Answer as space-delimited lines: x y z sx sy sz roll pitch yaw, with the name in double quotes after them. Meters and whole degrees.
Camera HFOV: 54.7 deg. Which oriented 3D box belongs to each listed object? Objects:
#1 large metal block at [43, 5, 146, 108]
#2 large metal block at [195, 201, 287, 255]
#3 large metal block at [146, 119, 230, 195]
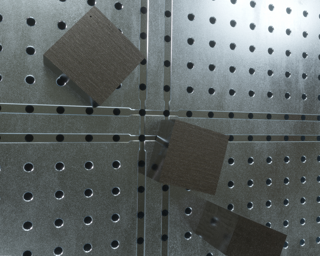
-0.079 -0.081 0.371 0.080 0.050 0.080 43 76 -15 "large metal block"
0.108 0.146 0.425 0.080 0.080 0.050 26 82 -19 "large metal block"
0.037 0.038 0.414 0.081 0.050 0.080 17 84 -20 "large metal block"
